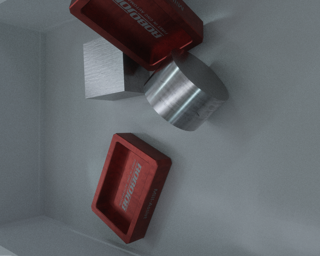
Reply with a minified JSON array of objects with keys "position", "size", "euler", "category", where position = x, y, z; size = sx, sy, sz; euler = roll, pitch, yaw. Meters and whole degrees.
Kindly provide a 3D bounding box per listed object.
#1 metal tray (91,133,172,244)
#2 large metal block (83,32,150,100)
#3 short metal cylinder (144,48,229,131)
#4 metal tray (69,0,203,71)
[{"position":[-0.044,0.082,0.437],"size":[0.090,0.030,0.129],"euler":[30,109,35],"category":"metal tray"},{"position":[-0.062,-0.084,0.439],"size":[0.080,0.050,0.080],"euler":[-5,87,39],"category":"large metal block"},{"position":[0.029,-0.043,0.345],"size":[0.050,0.081,0.080],"euler":[-47,62,29],"category":"short metal cylinder"},{"position":[-0.023,-0.127,0.355],"size":[0.090,0.130,0.030],"euler":[-23,49,37],"category":"metal tray"}]
